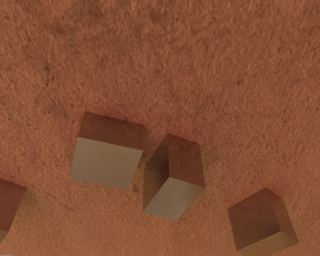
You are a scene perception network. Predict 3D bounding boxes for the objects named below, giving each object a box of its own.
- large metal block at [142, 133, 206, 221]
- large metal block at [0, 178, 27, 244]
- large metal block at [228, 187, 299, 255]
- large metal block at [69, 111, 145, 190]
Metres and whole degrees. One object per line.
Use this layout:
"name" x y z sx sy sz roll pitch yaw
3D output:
"large metal block" 0.016 0.068 0.429 0.050 0.080 0.079 20 127 -17
"large metal block" -0.264 0.121 0.470 0.080 0.080 0.050 28 125 -22
"large metal block" 0.166 0.158 0.509 0.050 0.080 0.080 36 121 -27
"large metal block" -0.071 0.032 0.417 0.081 0.050 0.079 13 129 -12
